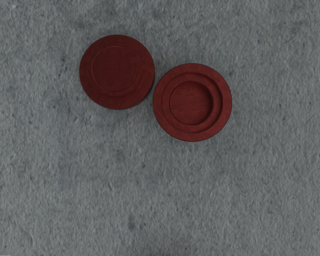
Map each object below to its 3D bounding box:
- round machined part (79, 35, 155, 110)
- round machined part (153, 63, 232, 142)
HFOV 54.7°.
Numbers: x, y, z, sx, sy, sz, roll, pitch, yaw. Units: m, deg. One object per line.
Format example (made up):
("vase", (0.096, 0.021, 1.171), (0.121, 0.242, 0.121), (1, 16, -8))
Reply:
("round machined part", (-0.056, -0.073, 0.401), (0.099, 0.042, 0.097), (0, 90, -1))
("round machined part", (0.040, -0.032, 0.402), (0.099, 0.042, 0.097), (0, 90, -1))
